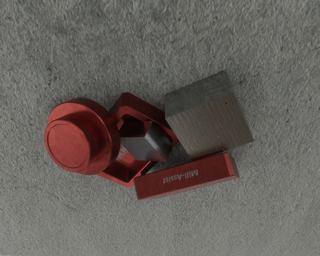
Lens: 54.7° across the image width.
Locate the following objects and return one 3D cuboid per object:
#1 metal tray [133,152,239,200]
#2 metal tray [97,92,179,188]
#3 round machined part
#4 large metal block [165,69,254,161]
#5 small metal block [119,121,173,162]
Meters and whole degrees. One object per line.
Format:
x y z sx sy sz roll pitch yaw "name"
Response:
0.040 0.070 0.435 0.130 0.030 0.090 -17 164 15 "metal tray"
-0.044 0.022 0.423 0.090 0.030 0.129 28 125 -22 "metal tray"
-0.102 0.015 0.382 0.098 0.042 0.097 9 113 22 "round machined part"
0.060 -0.013 0.382 0.080 0.050 0.080 -21 127 17 "large metal block"
-0.020 0.017 0.393 0.050 0.025 0.050 -2 139 39 "small metal block"
